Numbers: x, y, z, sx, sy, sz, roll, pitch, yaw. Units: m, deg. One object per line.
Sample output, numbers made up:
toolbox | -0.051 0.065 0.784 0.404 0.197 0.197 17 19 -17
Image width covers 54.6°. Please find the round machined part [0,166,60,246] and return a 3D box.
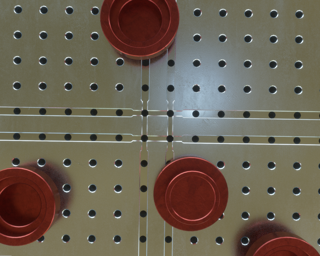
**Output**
round machined part | -0.179 0.098 0.404 0.099 0.042 0.097 0 90 0

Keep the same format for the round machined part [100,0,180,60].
round machined part | -0.025 -0.137 0.405 0.099 0.042 0.097 0 90 0

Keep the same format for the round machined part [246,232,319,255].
round machined part | 0.158 0.184 0.406 0.099 0.042 0.097 0 90 0

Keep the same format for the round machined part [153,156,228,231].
round machined part | 0.041 0.087 0.405 0.099 0.042 0.097 0 90 0
